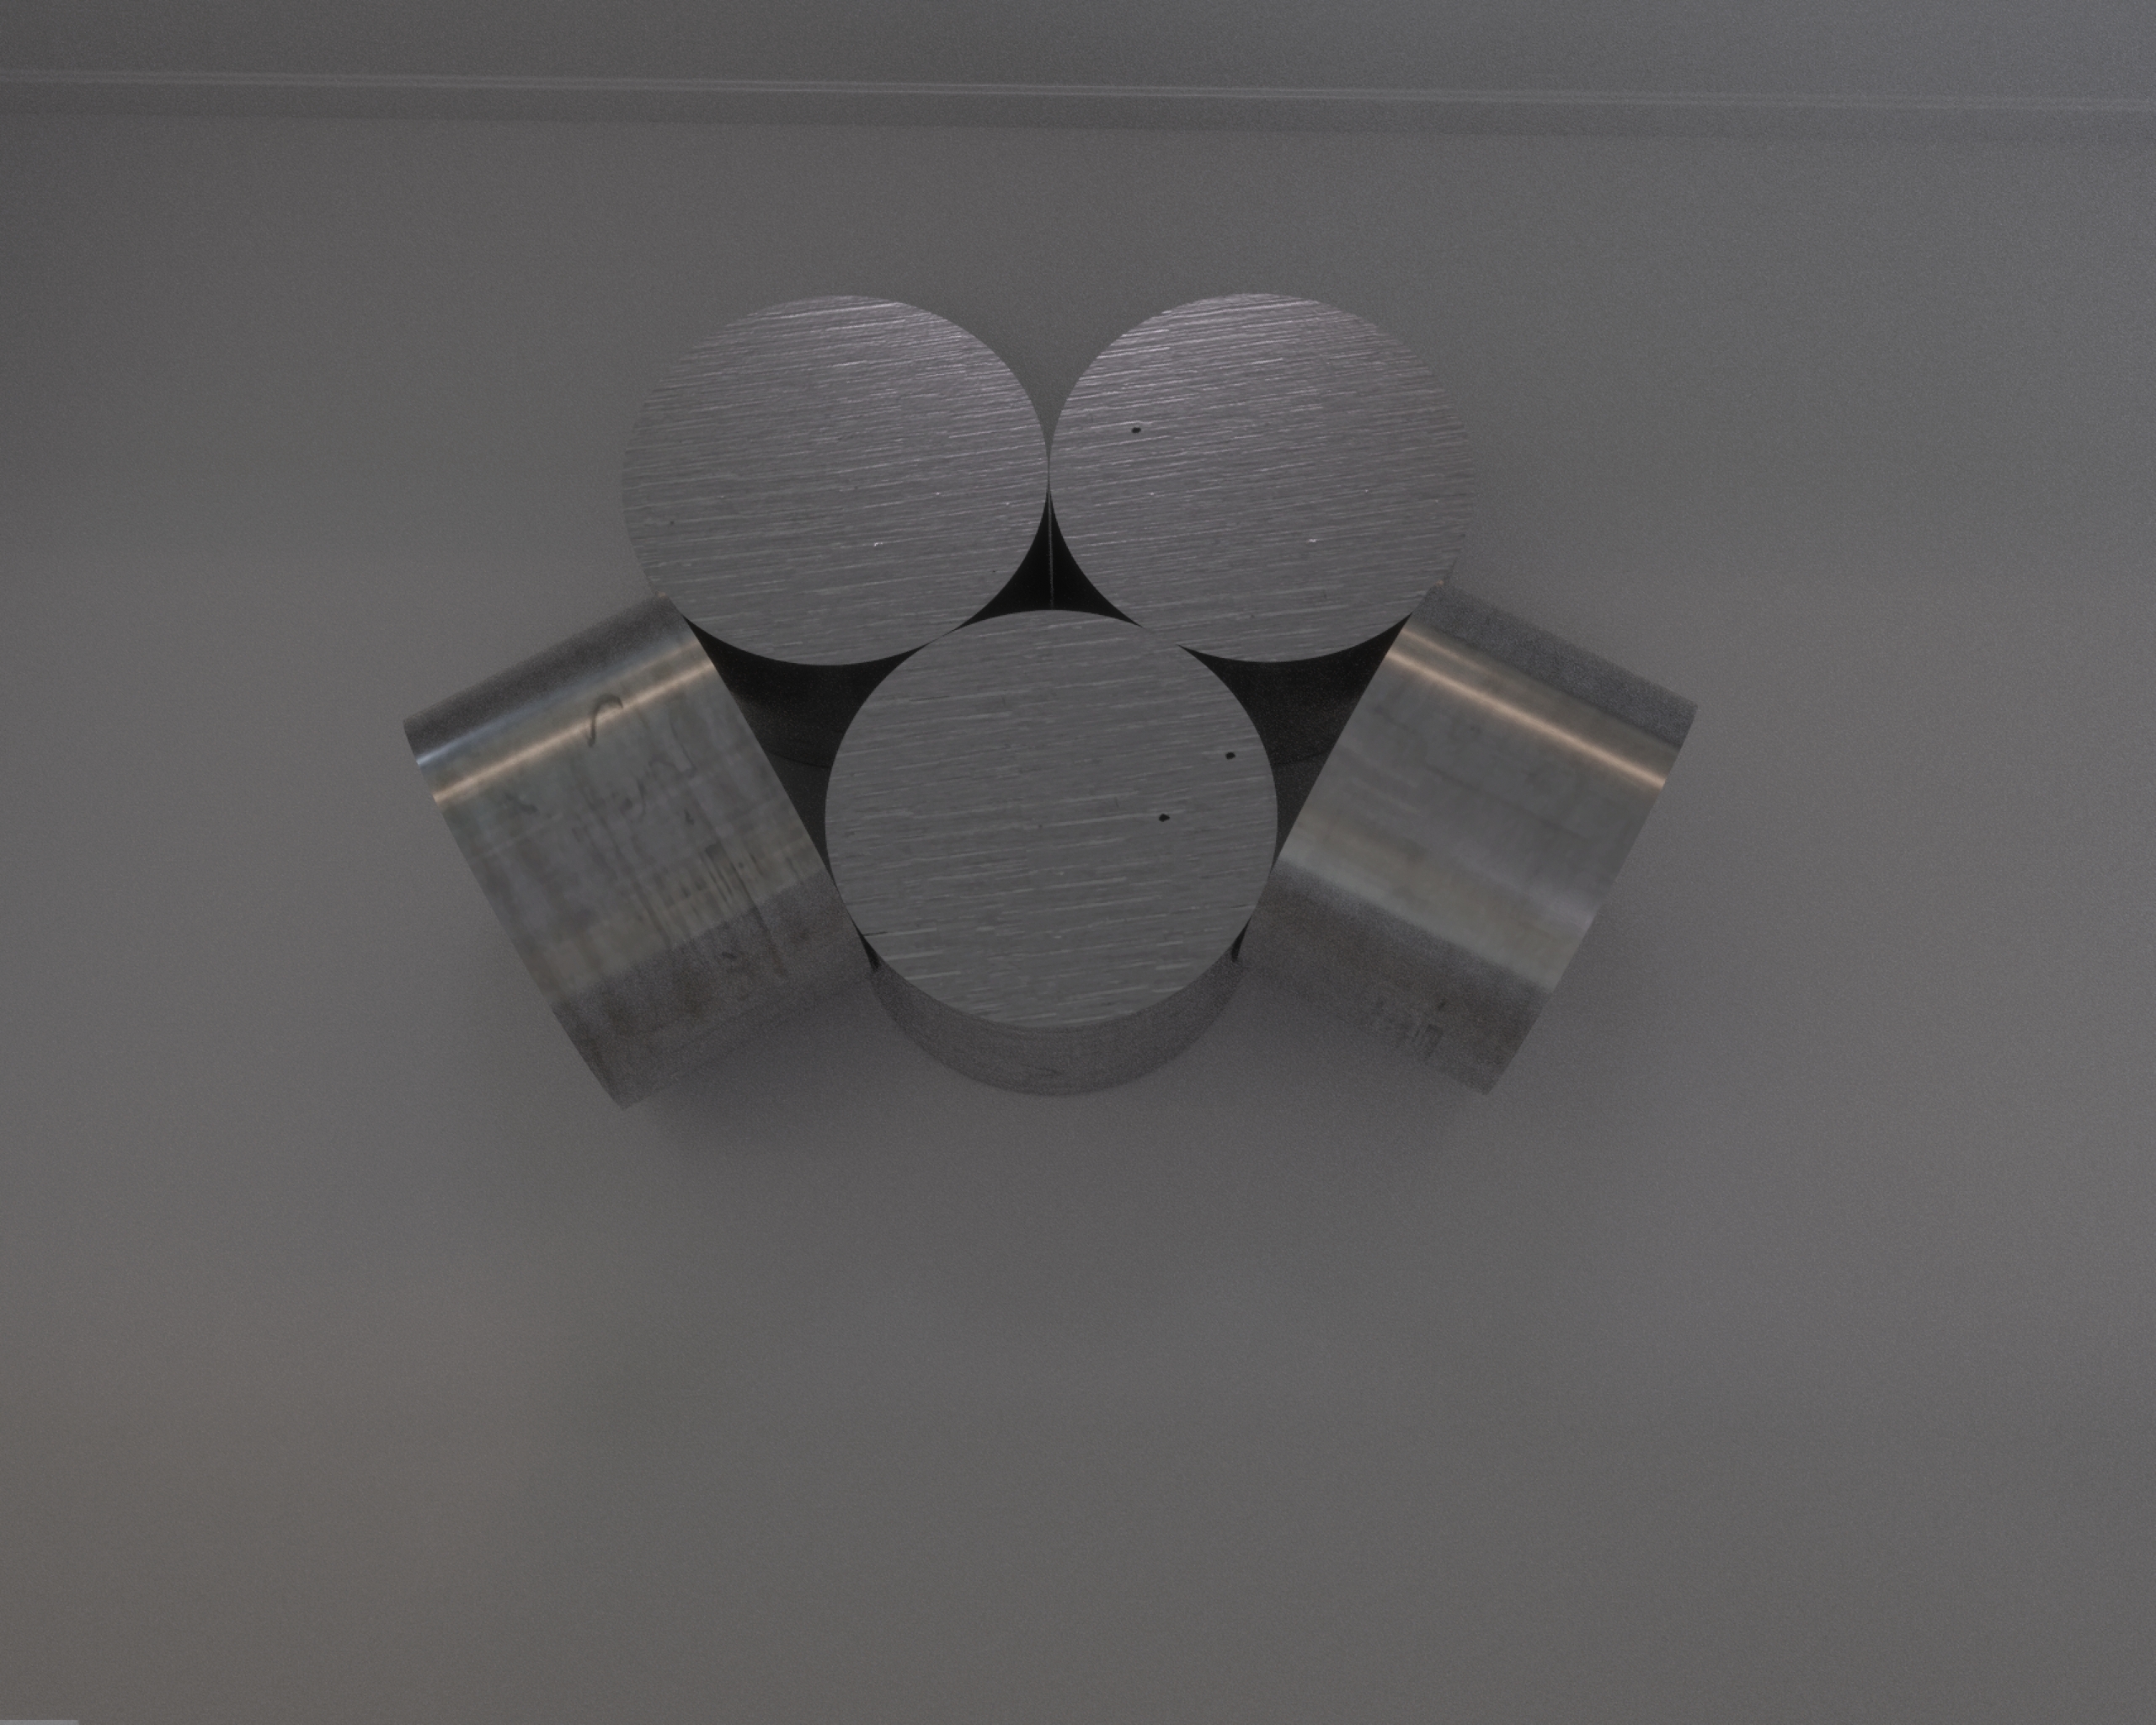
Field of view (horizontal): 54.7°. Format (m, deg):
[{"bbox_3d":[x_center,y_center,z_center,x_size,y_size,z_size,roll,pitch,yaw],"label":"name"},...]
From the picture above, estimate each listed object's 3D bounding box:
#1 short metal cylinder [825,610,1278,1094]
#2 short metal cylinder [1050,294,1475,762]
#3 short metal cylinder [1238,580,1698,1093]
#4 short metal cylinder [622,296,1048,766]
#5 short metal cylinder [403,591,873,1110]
[{"bbox_3d":[-0.005,-0.001,0.395,0.081,0.050,0.080,0,70,0],"label":"short metal cylinder"},{"bbox_3d":[0.035,-0.066,0.419,0.081,0.050,0.080,0,70,0],"label":"short metal cylinder"},{"bbox_3d":[0.070,-0.005,0.381,0.050,0.080,0.080,28,73,10],"label":"short metal cylinder"},{"bbox_3d":[-0.046,-0.065,0.418,0.081,0.050,0.080,0,70,0],"label":"short metal cylinder"},{"bbox_3d":[-0.079,-0.002,0.379,0.050,0.080,0.080,-29,73,-10],"label":"short metal cylinder"}]
